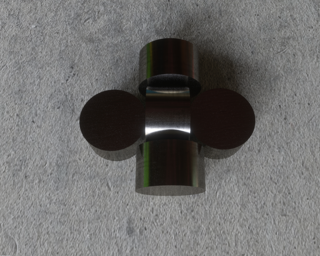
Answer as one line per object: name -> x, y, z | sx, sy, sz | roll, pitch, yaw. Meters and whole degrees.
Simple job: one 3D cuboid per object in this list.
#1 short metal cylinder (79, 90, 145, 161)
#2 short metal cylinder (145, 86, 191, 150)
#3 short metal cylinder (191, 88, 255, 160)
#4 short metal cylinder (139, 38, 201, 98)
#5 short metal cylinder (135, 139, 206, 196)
short metal cylinder -> -0.057, -0.002, 0.396 | 0.081, 0.050, 0.080 | 0, 70, -1
short metal cylinder -> 0.009, -0.012, 0.385 | 0.050, 0.080, 0.080 | 0, 70, 0
short metal cylinder -> 0.075, -0.004, 0.397 | 0.080, 0.050, 0.080 | 0, 70, 0
short metal cylinder -> 0.013, -0.073, 0.407 | 0.081, 0.080, 0.050 | 0, 70, 0
short metal cylinder -> 0.012, 0.049, 0.363 | 0.081, 0.080, 0.050 | 0, 70, 0
